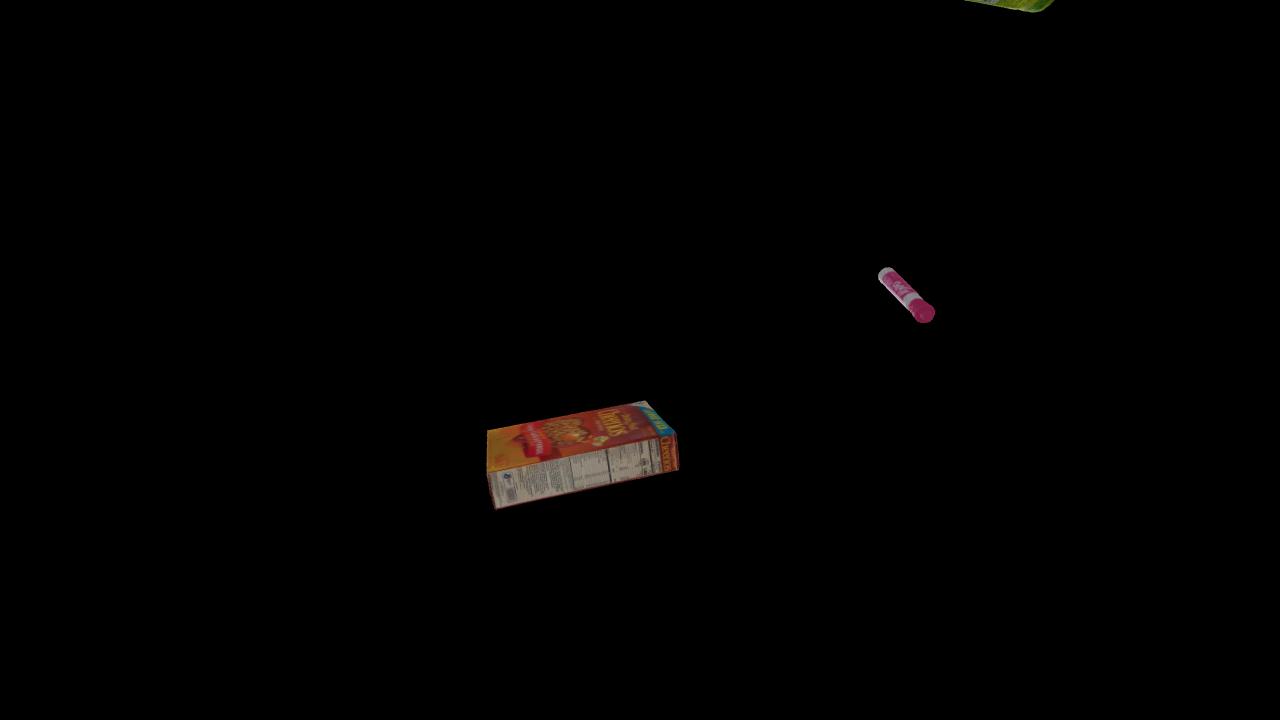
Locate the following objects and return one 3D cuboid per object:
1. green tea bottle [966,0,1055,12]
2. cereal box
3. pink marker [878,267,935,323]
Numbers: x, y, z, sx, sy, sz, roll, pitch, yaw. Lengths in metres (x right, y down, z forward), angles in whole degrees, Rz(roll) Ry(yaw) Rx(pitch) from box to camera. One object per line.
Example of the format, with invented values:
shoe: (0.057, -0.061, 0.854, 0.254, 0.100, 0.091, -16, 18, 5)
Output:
green tea bottle: (0.388, -0.464, 0.724, 0.212, 0.073, 0.073, 7, -1, -7)
cereal box: (-0.105, 0.152, 1.058, 0.306, 0.081, 0.203, -11, 14, -11)
pink marker: (0.269, -0.067, 0.623, 0.020, 0.020, 0.121, 0, 26, 3)
